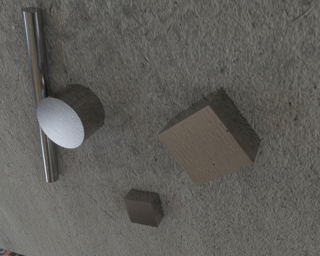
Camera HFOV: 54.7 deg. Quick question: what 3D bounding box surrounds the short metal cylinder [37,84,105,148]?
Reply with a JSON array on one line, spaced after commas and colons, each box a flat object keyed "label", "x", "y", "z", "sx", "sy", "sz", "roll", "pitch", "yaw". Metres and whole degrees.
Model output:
[{"label": "short metal cylinder", "x": -0.128, "y": -0.017, "z": 0.447, "sx": 0.080, "sy": 0.050, "sz": 0.079, "roll": 13, "pitch": 124, "yaw": 21}]

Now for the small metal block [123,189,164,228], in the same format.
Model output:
[{"label": "small metal block", "x": -0.026, "y": 0.129, "z": 0.500, "sx": 0.050, "sy": 0.025, "sz": 0.050, "roll": 2, "pitch": 120, "yaw": 27}]

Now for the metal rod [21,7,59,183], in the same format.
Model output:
[{"label": "metal rod", "x": -0.181, "y": -0.031, "z": 0.483, "sx": 0.025, "sy": 0.025, "sz": 0.298, "roll": 19, "pitch": 126, "yaw": 17}]

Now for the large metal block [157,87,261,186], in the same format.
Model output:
[{"label": "large metal block", "x": 0.058, "y": 0.012, "z": 0.367, "sx": 0.080, "sy": 0.050, "sz": 0.080, "roll": -32, "pitch": 101, "yaw": 38}]
